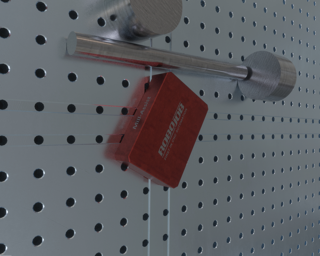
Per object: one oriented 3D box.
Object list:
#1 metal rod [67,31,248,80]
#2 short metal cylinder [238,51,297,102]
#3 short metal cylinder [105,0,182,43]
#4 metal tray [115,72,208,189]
[{"bbox_3d":[0.022,-0.092,0.426,0.302,0.025,0.025,-1,91,-40],"label":"metal rod"},{"bbox_3d":[0.180,-0.086,0.524,0.050,0.080,0.080,2,89,-40],"label":"short metal cylinder"},{"bbox_3d":[-0.019,-0.149,0.376,0.081,0.050,0.080,0,90,-40],"label":"short metal cylinder"},{"bbox_3d":[0.007,0.003,0.412,0.090,0.030,0.130,37,67,-34],"label":"metal tray"}]
